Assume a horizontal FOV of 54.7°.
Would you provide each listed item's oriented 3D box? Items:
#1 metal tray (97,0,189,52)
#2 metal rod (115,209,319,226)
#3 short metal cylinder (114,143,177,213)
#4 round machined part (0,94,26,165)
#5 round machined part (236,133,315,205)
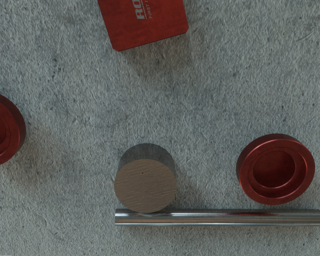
[{"bbox_3d":[-0.027,-0.161,0.347,0.090,0.030,0.129,-15,110,5],"label":"metal tray"},{"bbox_3d":[0.086,0.133,0.460,0.302,0.025,0.025,0,110,-1],"label":"metal rod"},{"bbox_3d":[-0.019,0.067,0.421,0.081,0.050,0.079,0,110,-1],"label":"short metal cylinder"},{"bbox_3d":[-0.221,-0.003,0.397,0.099,0.042,0.097,0,110,-1],"label":"round machined part"},{"bbox_3d":[0.153,0.052,0.422,0.099,0.042,0.097,0,110,-1],"label":"round machined part"}]
